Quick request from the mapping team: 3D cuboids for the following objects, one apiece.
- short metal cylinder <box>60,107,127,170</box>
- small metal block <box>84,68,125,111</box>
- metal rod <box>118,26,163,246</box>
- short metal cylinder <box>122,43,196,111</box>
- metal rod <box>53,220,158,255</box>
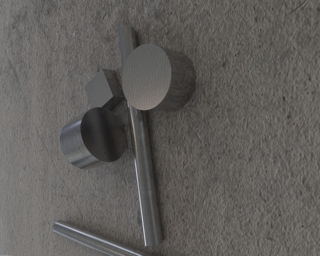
[{"bbox_3d":[-0.095,0.016,0.448,0.050,0.081,0.080,-22,76,38],"label":"short metal cylinder"},{"bbox_3d":[-0.085,-0.055,0.475,0.050,0.025,0.050,-37,68,34],"label":"small metal block"},{"bbox_3d":[-0.028,0.006,0.428,0.025,0.025,0.298,-13,82,39],"label":"metal rod"},{"bbox_3d":[-0.002,-0.061,0.390,0.080,0.050,0.080,0,90,40],"label":"short metal cylinder"},{"bbox_3d":[-0.064,0.180,0.458,0.300,0.025,0.025,2,91,40],"label":"metal rod"}]
